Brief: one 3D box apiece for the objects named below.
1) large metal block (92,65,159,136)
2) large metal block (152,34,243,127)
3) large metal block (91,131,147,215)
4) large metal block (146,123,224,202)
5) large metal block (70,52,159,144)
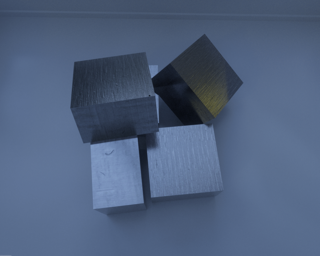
[{"bbox_3d":[-0.042,-0.034,0.407,0.081,0.050,0.080,-1,70,-1],"label":"large metal block"},{"bbox_3d":[0.046,-0.057,0.389,0.080,0.050,0.080,50,54,-8],"label":"large metal block"},{"bbox_3d":[-0.046,0.054,0.359,0.050,0.080,0.080,-6,70,-3],"label":"large metal block"},{"bbox_3d":[0.026,0.044,0.377,0.081,0.050,0.080,-5,70,-2],"label":"large metal block"},{"bbox_3d":[-0.048,-0.035,0.338,0.081,0.050,0.080,-9,45,-3],"label":"large metal block"}]
